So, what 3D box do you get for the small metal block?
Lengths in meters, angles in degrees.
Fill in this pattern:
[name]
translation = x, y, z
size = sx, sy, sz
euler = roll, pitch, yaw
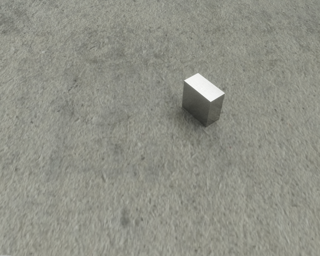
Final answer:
[small metal block]
translation = 0.057, -0.037, 0.419
size = 0.025, 0.050, 0.050
euler = -31, 57, -23
